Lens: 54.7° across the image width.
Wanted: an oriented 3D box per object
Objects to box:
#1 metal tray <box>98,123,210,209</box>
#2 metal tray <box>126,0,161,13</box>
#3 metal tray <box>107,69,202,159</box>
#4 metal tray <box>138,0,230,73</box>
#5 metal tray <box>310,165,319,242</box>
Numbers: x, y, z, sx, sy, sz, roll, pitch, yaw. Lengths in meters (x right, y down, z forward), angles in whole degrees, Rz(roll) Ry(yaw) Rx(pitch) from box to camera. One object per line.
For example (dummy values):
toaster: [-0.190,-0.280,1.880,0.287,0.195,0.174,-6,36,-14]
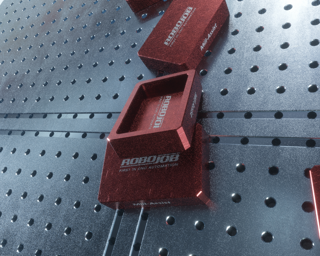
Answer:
metal tray: [-0.007,0.048,0.378,0.130,0.030,0.090,-9,58,22]
metal tray: [-0.003,-0.278,0.575,0.130,0.030,0.090,-21,54,15]
metal tray: [-0.001,-0.021,0.386,0.090,0.030,0.130,-9,35,22]
metal tray: [0.036,-0.146,0.474,0.090,0.030,0.130,21,73,35]
metal tray: [0.201,0.073,0.254,0.130,0.030,0.090,-8,58,23]
